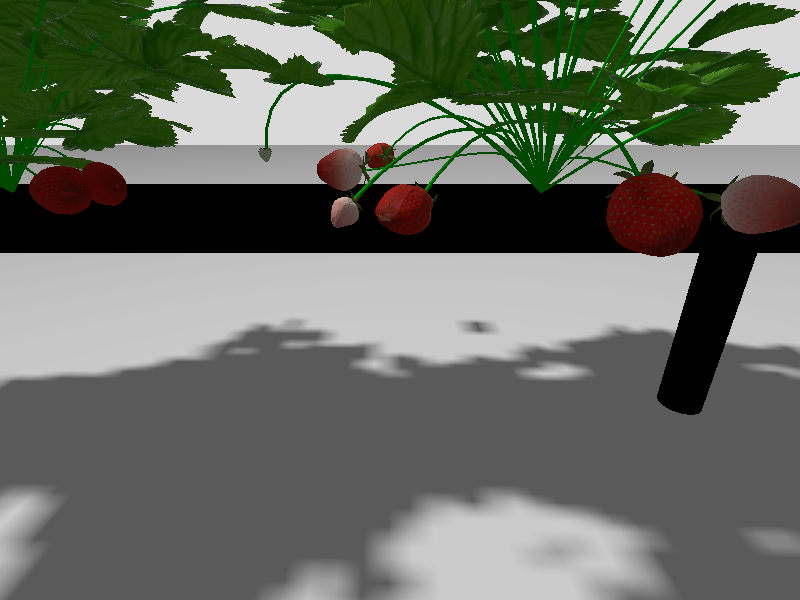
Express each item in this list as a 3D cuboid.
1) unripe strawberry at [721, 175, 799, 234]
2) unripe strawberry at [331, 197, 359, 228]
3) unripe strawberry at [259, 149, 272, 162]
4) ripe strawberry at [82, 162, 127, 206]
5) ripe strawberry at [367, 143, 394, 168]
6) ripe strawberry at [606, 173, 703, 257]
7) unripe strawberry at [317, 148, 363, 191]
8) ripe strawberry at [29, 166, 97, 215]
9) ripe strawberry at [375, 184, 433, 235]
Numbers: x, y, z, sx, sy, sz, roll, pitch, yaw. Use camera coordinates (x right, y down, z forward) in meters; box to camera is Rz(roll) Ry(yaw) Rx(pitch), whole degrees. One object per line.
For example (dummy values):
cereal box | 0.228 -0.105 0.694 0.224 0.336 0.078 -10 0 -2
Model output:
unripe strawberry | 0.172 -0.045 0.189 0.032 0.027 0.032 -7 24 -17
unripe strawberry | -0.030 -0.045 0.211 0.015 0.016 0.016 23 -22 43
unripe strawberry | -0.124 -0.133 0.369 0.011 0.011 0.010 4 23 9
ripe strawberry | -0.196 -0.077 0.267 0.027 0.028 0.025 13 26 26
ripe strawberry | -0.029 -0.191 0.532 0.039 0.033 0.039 -15 22 -32
ripe strawberry | 0.101 -0.032 0.158 0.034 0.034 0.030 2 -38 5
unripe strawberry | -0.050 -0.110 0.338 0.039 0.033 0.039 0 23 2
ripe strawberry | -0.197 -0.064 0.236 0.028 0.028 0.031 18 29 35
ripe strawberry | 0.001 -0.041 0.186 0.027 0.024 0.024 16 34 33
